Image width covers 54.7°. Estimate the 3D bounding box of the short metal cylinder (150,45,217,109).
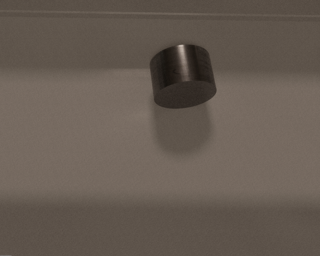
[{"bbox_3d":[0.029,-0.064,0.404,0.081,0.080,0.050,-7,70,-3],"label":"short metal cylinder"}]
